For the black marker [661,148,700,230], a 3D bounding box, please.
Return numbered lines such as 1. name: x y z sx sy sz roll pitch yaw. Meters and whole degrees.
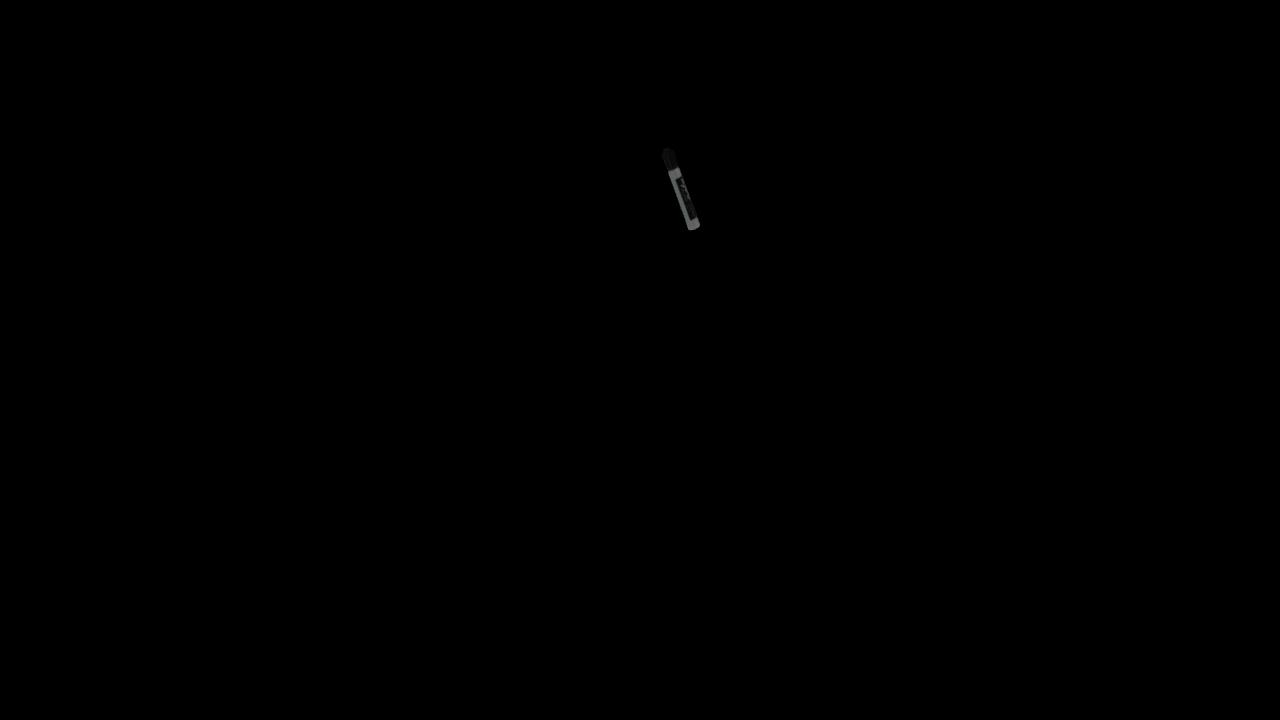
1. black marker: 0.058 -0.242 0.875 0.020 0.121 0.020 -18 30 11
